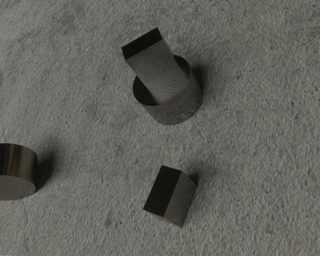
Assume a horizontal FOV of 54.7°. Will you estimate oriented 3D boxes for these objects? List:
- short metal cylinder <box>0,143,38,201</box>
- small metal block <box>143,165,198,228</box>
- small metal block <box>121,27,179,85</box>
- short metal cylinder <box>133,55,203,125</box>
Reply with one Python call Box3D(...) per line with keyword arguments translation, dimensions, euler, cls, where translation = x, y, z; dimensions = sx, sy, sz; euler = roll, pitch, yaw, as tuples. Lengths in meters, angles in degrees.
Box3D(translation=(-0.220, 0.065, 0.444), dimensions=(0.080, 0.080, 0.050), euler=(-22, 54, 15), cls="short metal cylinder")
Box3D(translation=(0.013, 0.075, 0.335), dimensions=(0.025, 0.050, 0.050), euler=(11, 68, 33), cls="small metal block")
Box3D(translation=(-0.011, -0.088, 0.383), dimensions=(0.050, 0.050, 0.025), euler=(-27, 53, 11), cls="small metal block")
Box3D(translation=(0.011, -0.050, 0.413), dimensions=(0.080, 0.050, 0.080), euler=(-13, 56, 21), cls="short metal cylinder")
